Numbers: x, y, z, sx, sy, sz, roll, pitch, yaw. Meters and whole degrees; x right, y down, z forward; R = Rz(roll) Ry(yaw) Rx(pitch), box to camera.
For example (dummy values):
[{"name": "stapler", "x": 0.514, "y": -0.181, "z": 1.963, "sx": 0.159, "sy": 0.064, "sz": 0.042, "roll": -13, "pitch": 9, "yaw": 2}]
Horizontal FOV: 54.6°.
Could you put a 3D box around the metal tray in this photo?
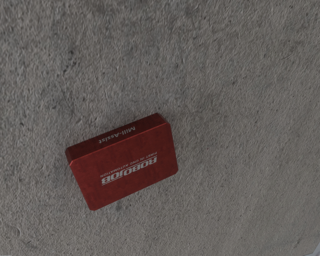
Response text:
[{"name": "metal tray", "x": -0.045, "y": 0.044, "z": 0.406, "sx": 0.131, "sy": 0.030, "sz": 0.090, "roll": -22, "pitch": 127, "yaw": -15}]
